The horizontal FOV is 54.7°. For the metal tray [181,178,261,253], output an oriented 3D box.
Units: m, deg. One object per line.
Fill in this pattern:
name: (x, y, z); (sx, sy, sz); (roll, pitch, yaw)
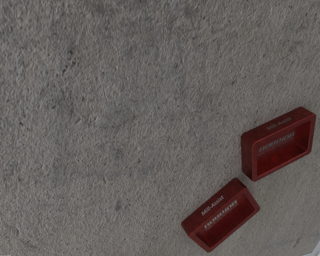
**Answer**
metal tray: (0.113, 0.161, 0.564); (0.130, 0.030, 0.090); (-40, 130, -1)

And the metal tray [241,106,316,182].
metal tray: (0.202, 0.028, 0.530); (0.131, 0.030, 0.089); (-23, 127, -14)
